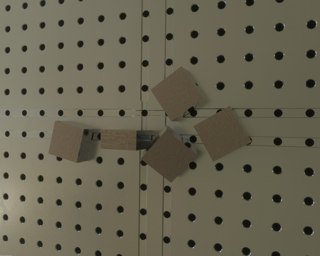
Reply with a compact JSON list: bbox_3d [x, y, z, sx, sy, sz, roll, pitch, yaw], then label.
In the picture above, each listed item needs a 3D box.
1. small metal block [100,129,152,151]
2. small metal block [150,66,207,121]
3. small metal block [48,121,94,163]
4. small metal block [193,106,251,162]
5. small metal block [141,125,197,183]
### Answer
[{"bbox_3d":[-0.044,0.015,0.414,0.050,0.050,0.025,2,91,20],"label":"small metal block"},{"bbox_3d":[0.025,-0.043,0.403,0.050,0.025,0.050,-36,79,16],"label":"small metal block"},{"bbox_3d":[-0.132,0.019,0.458,0.050,0.025,0.050,15,95,19],"label":"small metal block"},{"bbox_3d":[0.078,0.007,0.385,0.050,0.025,0.050,-31,80,17],"label":"small metal block"},{"bbox_3d":[0.012,0.033,0.399,0.050,0.025,0.050,39,103,-7],"label":"small metal block"}]
